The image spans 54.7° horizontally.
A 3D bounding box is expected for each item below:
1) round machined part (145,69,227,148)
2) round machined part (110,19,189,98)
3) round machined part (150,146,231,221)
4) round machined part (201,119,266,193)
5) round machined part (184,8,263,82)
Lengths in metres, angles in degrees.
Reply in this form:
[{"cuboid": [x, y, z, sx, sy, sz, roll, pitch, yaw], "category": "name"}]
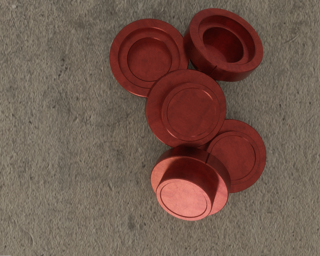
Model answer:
[{"cuboid": [0.033, -0.021, 0.370, 0.099, 0.042, 0.097, -2, 101, -8], "category": "round machined part"}, {"cuboid": [-0.013, -0.087, 0.402, 0.099, 0.042, 0.097, 0, 90, -1], "category": "round machined part"}, {"cuboid": [0.034, 0.074, 0.378, 0.098, 0.042, 0.097, 11, 125, 16], "category": "round machined part"}, {"cuboid": [0.090, 0.037, 0.404, 0.099, 0.042, 0.097, 0, 90, -1], "category": "round machined part"}, {"cuboid": [0.075, -0.099, 0.390, 0.099, 0.042, 0.098, 8, 63, -16], "category": "round machined part"}]
